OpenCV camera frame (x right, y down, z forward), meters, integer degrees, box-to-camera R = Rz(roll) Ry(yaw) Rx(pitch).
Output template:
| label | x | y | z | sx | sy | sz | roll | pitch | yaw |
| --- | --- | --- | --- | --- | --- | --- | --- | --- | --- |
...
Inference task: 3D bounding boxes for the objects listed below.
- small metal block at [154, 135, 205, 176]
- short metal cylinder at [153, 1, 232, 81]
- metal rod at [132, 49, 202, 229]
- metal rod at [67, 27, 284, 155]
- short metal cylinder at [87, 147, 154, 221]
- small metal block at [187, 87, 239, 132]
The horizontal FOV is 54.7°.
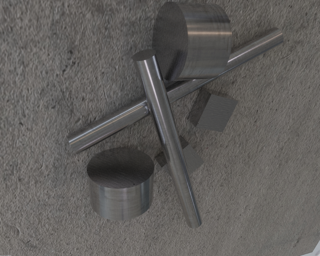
| label | x | y | z | sx | sy | sz | roll | pitch | yaw |
| --- | --- | --- | --- | --- | --- | --- | --- | --- | --- |
| small metal block | 0.029 | 0.047 | 0.452 | 0.050 | 0.025 | 0.050 | -41 | 130 | 0 |
| short metal cylinder | 0.032 | -0.092 | 0.332 | 0.050 | 0.080 | 0.079 | -8 | 122 | -24 |
| metal rod | 0.019 | 0.038 | 0.407 | 0.025 | 0.025 | 0.299 | -27 | 129 | -12 |
| metal rod | 0.027 | -0.052 | 0.389 | 0.302 | 0.025 | 0.025 | -29 | 128 | -10 |
| short metal cylinder | -0.048 | 0.067 | 0.387 | 0.081 | 0.080 | 0.050 | -11 | 123 | -22 |
| small metal block | 0.073 | -0.025 | 0.431 | 0.050 | 0.025 | 0.050 | 10 | 114 | -33 |
